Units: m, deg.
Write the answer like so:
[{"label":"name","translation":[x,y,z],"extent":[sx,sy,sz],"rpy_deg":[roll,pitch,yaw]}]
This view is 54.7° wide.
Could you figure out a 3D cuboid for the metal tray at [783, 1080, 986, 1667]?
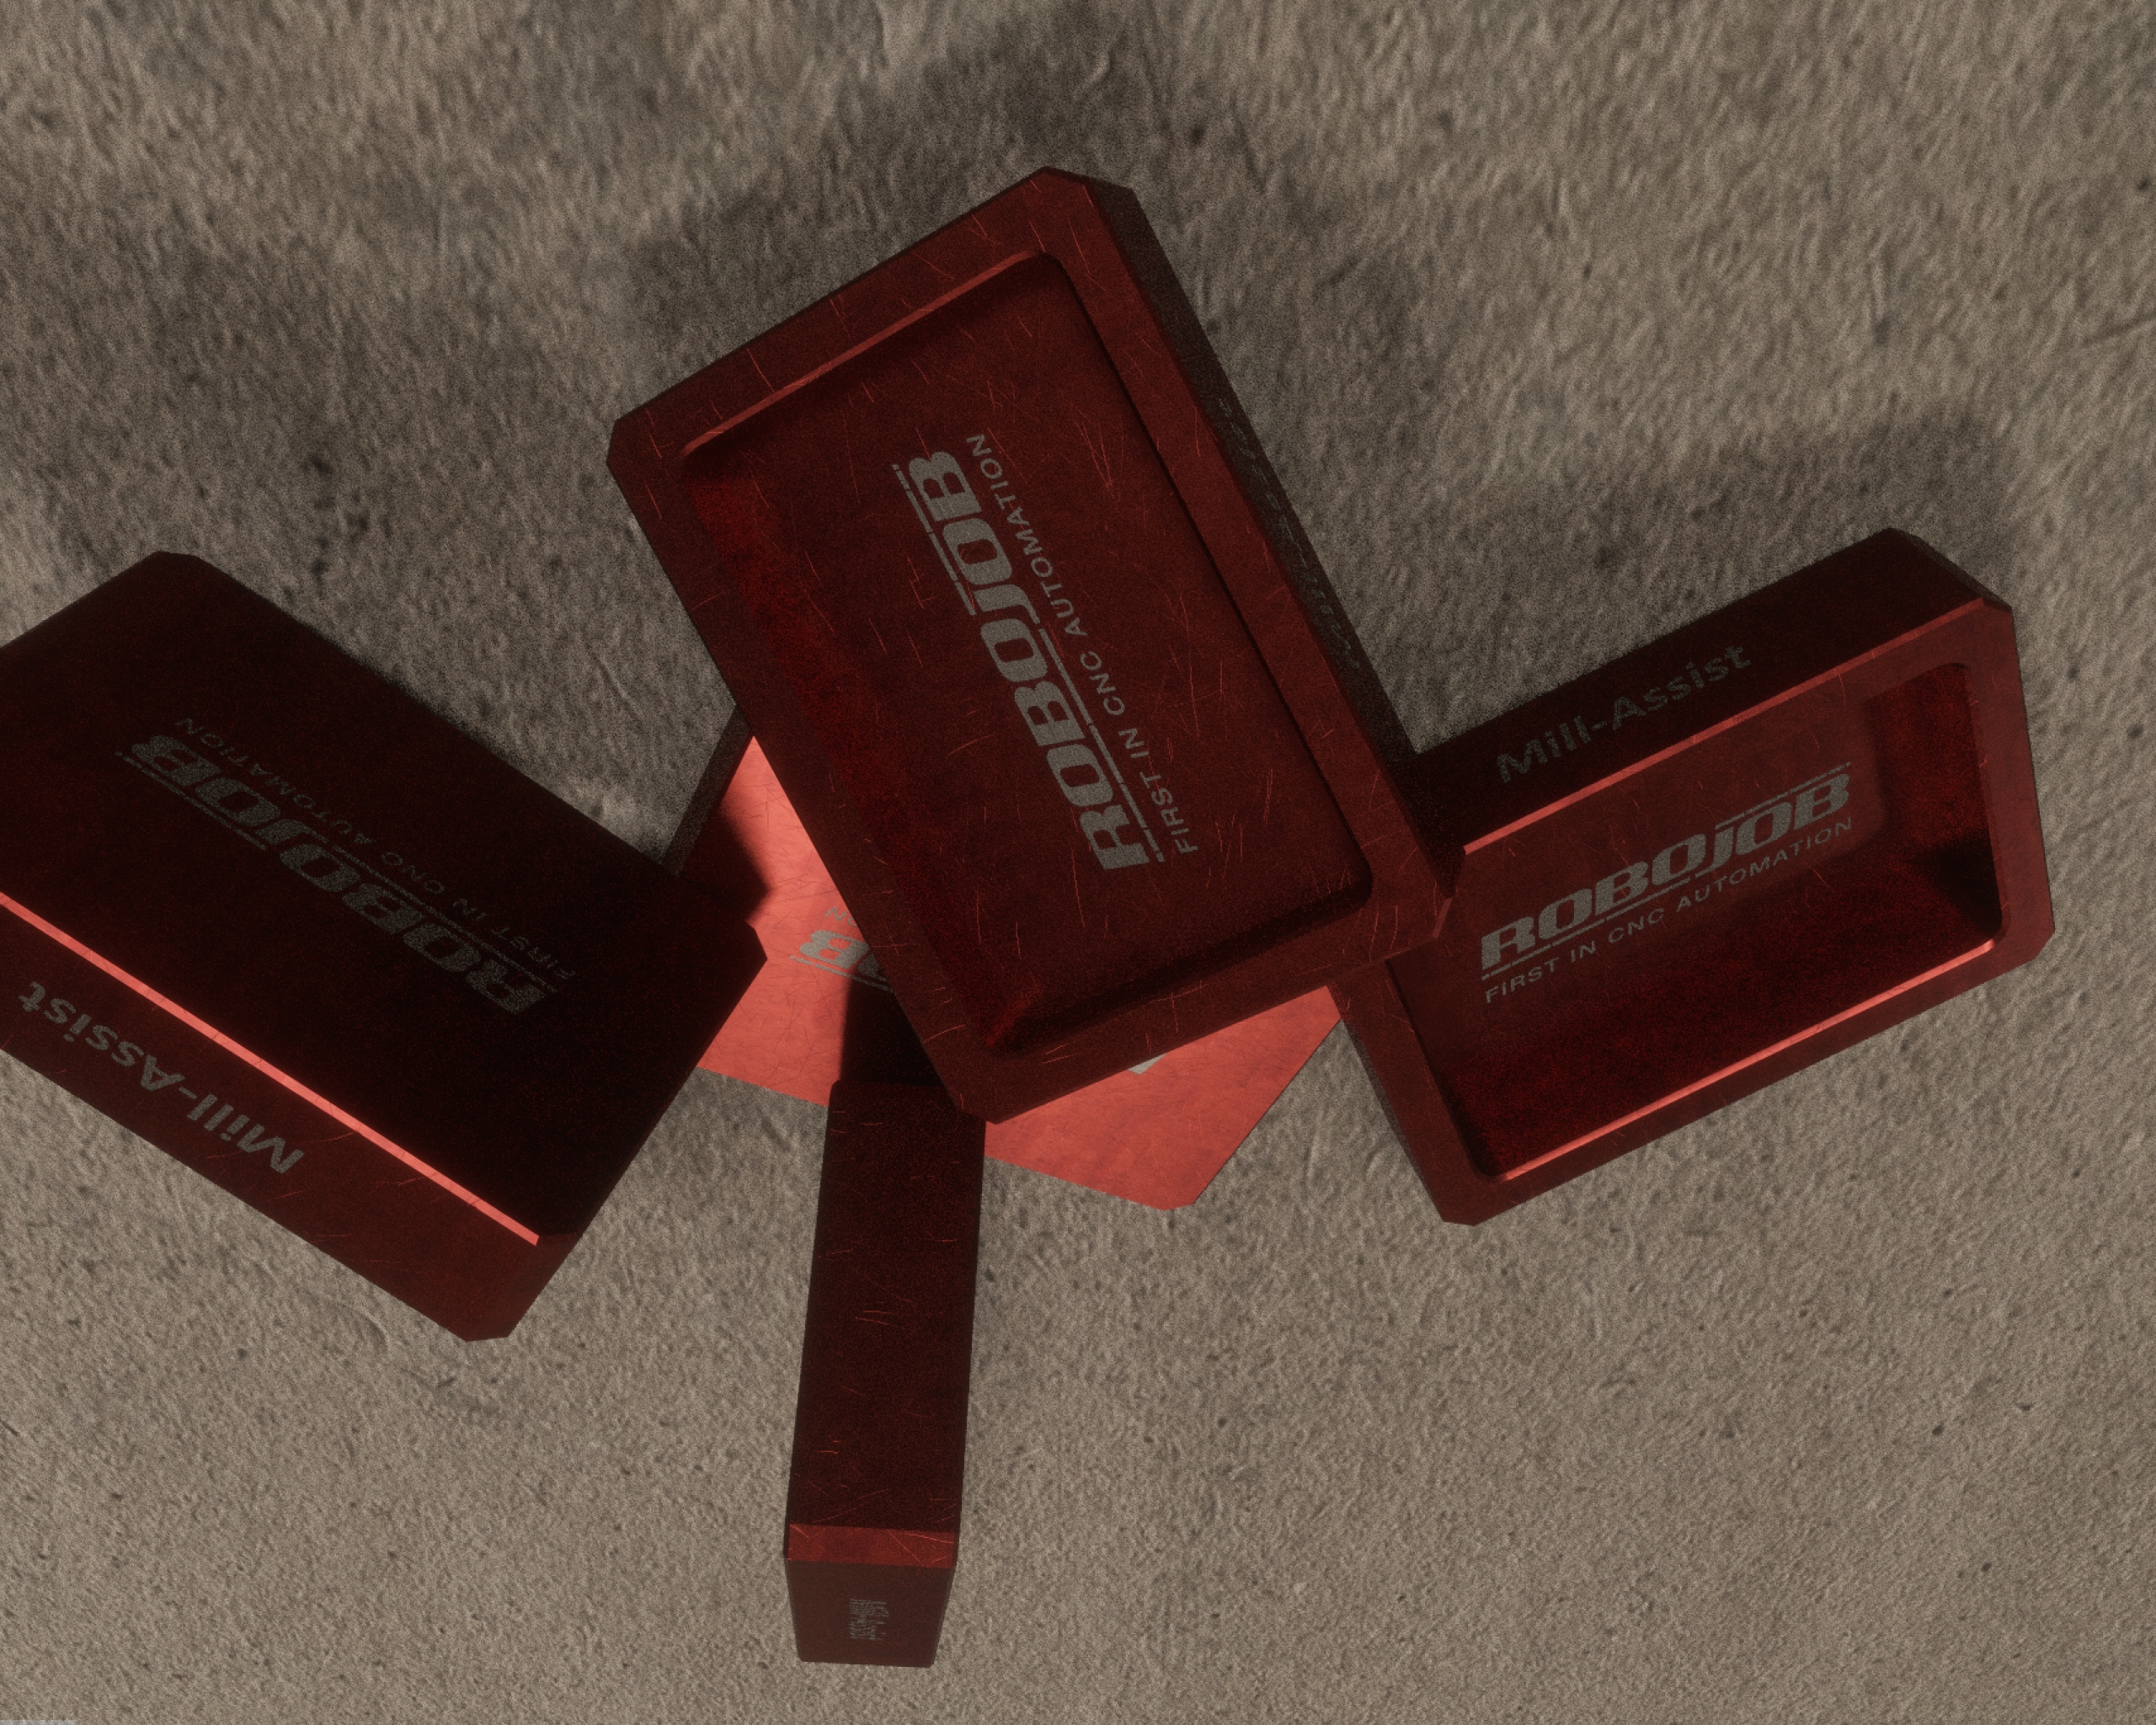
[{"label":"metal tray","translation":[-0.040,0.111,0.434],"extent":[0.030,0.090,0.129],"rpy_deg":[5,151,-4]}]

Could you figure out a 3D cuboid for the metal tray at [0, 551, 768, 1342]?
[{"label":"metal tray","translation":[-0.128,0.010,0.353],"extent":[0.130,0.090,0.030],"rpy_deg":[35,123,-6]}]

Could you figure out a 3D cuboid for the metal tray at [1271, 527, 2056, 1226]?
[{"label":"metal tray","translation":[0.111,0.006,0.390],"extent":[0.130,0.030,0.090],"rpy_deg":[-26,127,2]}]

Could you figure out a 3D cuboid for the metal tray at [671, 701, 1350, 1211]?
[{"label":"metal tray","translation":[-0.016,0.016,0.419],"extent":[0.131,0.030,0.089],"rpy_deg":[20,127,-17]}]

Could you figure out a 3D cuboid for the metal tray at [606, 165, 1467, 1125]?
[{"label":"metal tray","translation":[-0.006,-0.033,0.339],"extent":[0.090,0.030,0.130],"rpy_deg":[-25,97,19]}]
